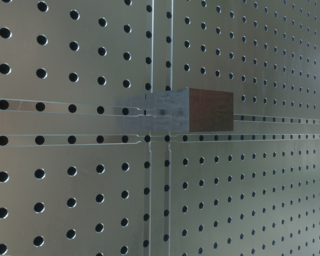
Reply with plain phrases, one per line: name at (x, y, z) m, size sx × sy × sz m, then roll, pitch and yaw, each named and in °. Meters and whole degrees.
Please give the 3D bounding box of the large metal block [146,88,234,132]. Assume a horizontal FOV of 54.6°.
large metal block at (0.038, -0.021, 0.404) m, size 0.081 × 0.080 × 0.050 m, roll -1°, pitch 91°, yaw -40°
